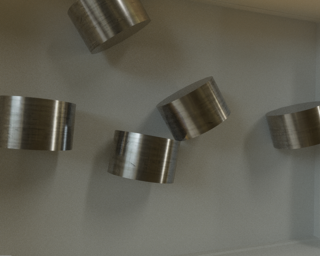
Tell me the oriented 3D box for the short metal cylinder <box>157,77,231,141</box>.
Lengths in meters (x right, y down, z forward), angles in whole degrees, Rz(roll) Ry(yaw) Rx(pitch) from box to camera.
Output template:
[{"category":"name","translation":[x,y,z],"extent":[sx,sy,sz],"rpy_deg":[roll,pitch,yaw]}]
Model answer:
[{"category":"short metal cylinder","translation":[0.042,-0.025,0.397],"extent":[0.080,0.080,0.050],"rpy_deg":[-32,101,-17]}]

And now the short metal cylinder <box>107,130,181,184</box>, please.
[{"category":"short metal cylinder","translation":[-0.019,0.034,0.374],"extent":[0.081,0.080,0.050],"rpy_deg":[11,87,-20]}]

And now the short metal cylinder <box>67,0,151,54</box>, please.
[{"category":"short metal cylinder","translation":[-0.058,-0.128,0.360],"extent":[0.080,0.080,0.050],"rpy_deg":[-33,101,-17]}]

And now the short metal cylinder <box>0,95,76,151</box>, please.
[{"category":"short metal cylinder","translation":[-0.134,-0.004,0.332],"extent":[0.081,0.080,0.050],"rpy_deg":[5,89,-20]}]

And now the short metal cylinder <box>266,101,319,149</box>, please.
[{"category":"short metal cylinder","translation":[0.203,-0.005,0.456],"extent":[0.081,0.080,0.050],"rpy_deg":[-17,96,-19]}]
